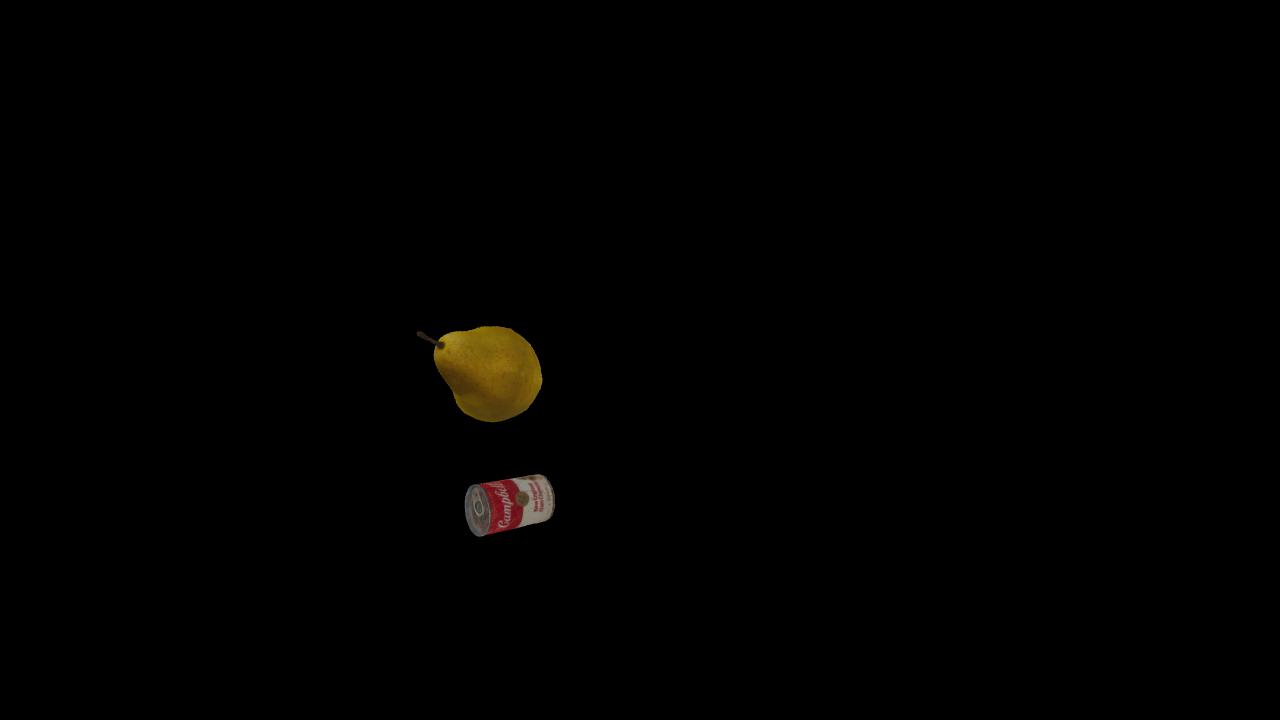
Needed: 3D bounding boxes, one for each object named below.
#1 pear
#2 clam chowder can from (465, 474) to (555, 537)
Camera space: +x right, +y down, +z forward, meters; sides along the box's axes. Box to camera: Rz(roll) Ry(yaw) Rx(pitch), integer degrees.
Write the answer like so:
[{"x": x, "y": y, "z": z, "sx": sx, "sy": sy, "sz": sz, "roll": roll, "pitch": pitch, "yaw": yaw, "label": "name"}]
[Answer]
[{"x": -0.125, "y": 0.005, "z": 0.478, "sx": 0.080, "sy": 0.080, "sz": 0.111, "roll": 0, "pitch": -13, "yaw": 20, "label": "pear"}, {"x": -0.174, "y": 0.194, "z": 0.829, "sx": 0.102, "sy": 0.068, "sz": 0.068, "roll": -1, "pitch": 1, "yaw": -43, "label": "clam chowder can"}]
